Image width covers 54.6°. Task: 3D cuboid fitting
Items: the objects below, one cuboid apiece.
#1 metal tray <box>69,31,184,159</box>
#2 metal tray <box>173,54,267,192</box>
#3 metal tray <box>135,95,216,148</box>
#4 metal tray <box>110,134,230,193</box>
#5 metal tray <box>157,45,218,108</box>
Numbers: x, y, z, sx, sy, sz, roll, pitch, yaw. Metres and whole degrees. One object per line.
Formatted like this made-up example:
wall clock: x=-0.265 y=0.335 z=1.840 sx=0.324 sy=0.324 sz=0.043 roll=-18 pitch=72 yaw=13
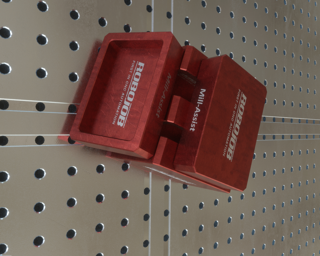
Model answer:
metal tray: x=-0.035 y=-0.039 z=0.333 sx=0.030 sy=0.090 sz=0.130 roll=38 pitch=65 yaw=-58
metal tray: x=0.072 y=-0.003 z=0.347 sx=0.090 sy=0.030 sz=0.130 roll=26 pitch=74 yaw=-37
metal tray: x=0.031 y=0.001 z=0.390 sx=0.131 sy=0.090 sz=0.030 roll=25 pitch=73 yaw=-38
metal tray: x=0.018 y=0.044 z=0.380 sx=0.131 sy=0.090 sz=0.030 roll=27 pitch=74 yaw=-37
metal tray: x=0.047 y=-0.055 z=0.404 sx=0.131 sy=0.090 sz=0.030 roll=26 pitch=74 yaw=-37
